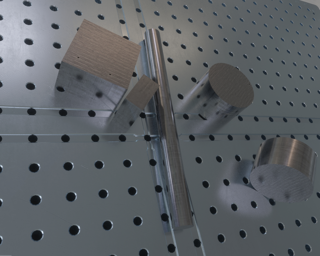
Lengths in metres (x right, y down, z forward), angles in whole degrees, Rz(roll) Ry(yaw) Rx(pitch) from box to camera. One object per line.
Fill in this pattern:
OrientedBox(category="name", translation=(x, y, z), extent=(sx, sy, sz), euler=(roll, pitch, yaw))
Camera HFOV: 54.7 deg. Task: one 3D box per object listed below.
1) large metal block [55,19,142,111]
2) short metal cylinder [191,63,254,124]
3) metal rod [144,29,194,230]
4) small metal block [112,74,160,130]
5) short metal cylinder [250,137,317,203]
OrientedBox(category="large metal block", translation=(-0.078, -0.081, 0.400), extent=(0.080, 0.050, 0.080), euler=(23, 53, -15))
OrientedBox(category="short metal cylinder", translation=(0.095, -0.053, 0.476), extent=(0.081, 0.050, 0.080), euler=(14, 56, -21))
OrientedBox(category="metal rod", translation=(0.007, -0.018, 0.422), extent=(0.025, 0.025, 0.299), euler=(6, 59, -25))
OrientedBox(category="small metal block", translation=(-0.031, -0.033, 0.396), extent=(0.025, 0.050, 0.050), euler=(35, 51, -5))
OrientedBox(category="short metal cylinder", translation=(0.171, 0.059, 0.430), extent=(0.080, 0.080, 0.050), euler=(35, 51, -5))
